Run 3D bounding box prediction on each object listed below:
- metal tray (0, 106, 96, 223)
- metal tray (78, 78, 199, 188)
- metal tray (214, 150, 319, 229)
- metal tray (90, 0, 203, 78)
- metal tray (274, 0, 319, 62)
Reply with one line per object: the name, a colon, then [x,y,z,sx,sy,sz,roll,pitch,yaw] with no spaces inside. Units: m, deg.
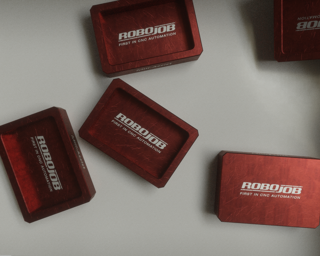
metal tray: [-0.150,0.047,0.407,0.090,0.030,0.129,-20,90,0]
metal tray: [-0.027,0.007,0.408,0.130,0.030,0.090,34,90,0]
metal tray: [0.142,0.080,0.410,0.131,0.030,0.089,4,90,0]
metal tray: [-0.017,-0.124,0.408,0.131,0.030,0.089,-12,90,0]
metal tray: [0.208,-0.131,0.376,0.130,0.030,0.089,0,105,22]
